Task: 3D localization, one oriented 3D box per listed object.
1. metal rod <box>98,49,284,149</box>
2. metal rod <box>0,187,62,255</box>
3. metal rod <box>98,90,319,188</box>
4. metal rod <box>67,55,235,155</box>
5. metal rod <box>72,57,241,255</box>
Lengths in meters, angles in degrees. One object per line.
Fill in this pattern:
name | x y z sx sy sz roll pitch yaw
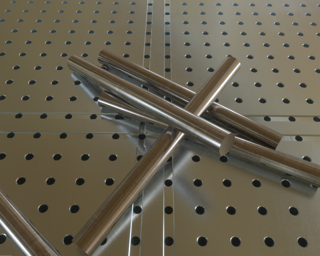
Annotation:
metal rod | 0.029 -0.048 0.448 0.300 0.025 0.025 29 56 22
metal rod | -0.144 0.104 0.318 0.300 0.025 0.025 34 58 25
metal rod | 0.055 0.008 0.401 0.301 0.025 0.025 20 53 16
metal rod | -0.035 -0.044 0.402 0.025 0.025 0.300 -36 47 -27
metal rod | 0.011 0.015 0.368 0.025 0.025 0.301 30 64 22
